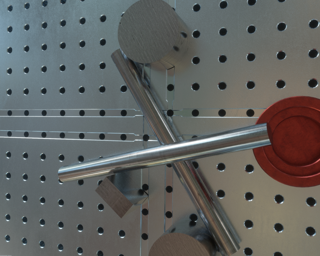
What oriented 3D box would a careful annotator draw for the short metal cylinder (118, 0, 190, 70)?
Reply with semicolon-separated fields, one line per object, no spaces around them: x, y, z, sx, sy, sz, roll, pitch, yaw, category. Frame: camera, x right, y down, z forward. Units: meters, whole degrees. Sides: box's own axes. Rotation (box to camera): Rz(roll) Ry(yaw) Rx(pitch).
-0.007;-0.119;0.402;0.080;0.050;0.080;0;90;20;short metal cylinder

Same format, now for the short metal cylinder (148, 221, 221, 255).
0.032;0.163;0.388;0.080;0.050;0.080;0;90;20;short metal cylinder

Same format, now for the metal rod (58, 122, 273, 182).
-0.014;0.038;0.393;0.300;0.025;0.025;-14;85;28;metal rod

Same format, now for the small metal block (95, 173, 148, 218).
-0.050;0.088;0.417;0.050;0.050;0.025;42;103;15;small metal block

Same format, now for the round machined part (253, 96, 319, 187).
0.156;0.014;0.348;0.098;0.042;0.097;0;90;20;round machined part

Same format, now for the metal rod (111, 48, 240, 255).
0.015;0.024;0.407;0.025;0.025;0.299;-33;80;17;metal rod
